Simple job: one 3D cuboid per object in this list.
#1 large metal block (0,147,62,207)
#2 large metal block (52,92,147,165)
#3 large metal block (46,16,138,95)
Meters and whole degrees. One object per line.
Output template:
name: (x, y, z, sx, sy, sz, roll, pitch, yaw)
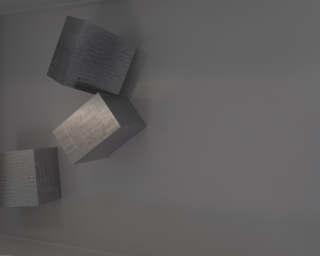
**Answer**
large metal block: (-0.202, 0.073, 0.469, 0.080, 0.050, 0.080, -7, 88, 20)
large metal block: (-0.076, 0.001, 0.408, 0.080, 0.080, 0.050, -38, 79, 16)
large metal block: (-0.088, -0.089, 0.405, 0.050, 0.080, 0.080, 29, 101, 44)
